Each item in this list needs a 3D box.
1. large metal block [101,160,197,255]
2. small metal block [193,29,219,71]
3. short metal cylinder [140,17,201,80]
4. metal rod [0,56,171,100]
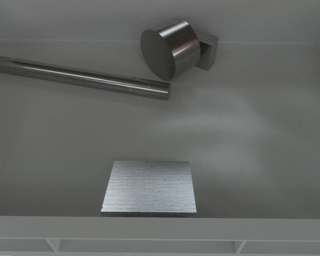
[{"bbox_3d":[-0.009,0.075,0.307,0.081,0.050,0.080,1,26,0],"label":"large metal block"},{"bbox_3d":[0.062,-0.125,0.495,0.050,0.050,0.025,24,54,19],"label":"small metal block"},{"bbox_3d":[0.015,-0.120,0.470,0.050,0.080,0.080,-33,58,-25],"label":"short metal cylinder"},{"bbox_3d":[-0.134,-0.080,0.470,0.301,0.025,0.025,10,51,8],"label":"metal rod"}]
